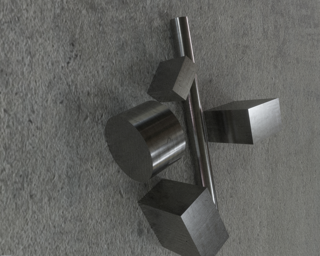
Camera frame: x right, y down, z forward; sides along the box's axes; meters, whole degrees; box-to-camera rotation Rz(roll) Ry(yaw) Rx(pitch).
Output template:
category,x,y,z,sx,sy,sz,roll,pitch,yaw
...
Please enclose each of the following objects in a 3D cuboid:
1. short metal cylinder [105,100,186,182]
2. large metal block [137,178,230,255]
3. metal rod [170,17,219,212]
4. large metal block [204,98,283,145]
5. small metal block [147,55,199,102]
category,x,y,z,sx,sy,sz,roll,pitch,yaw
short metal cylinder,-0.018,0.014,0.354,0.050,0.080,0.080,-29,108,-36
large metal block,0.029,0.116,0.394,0.050,0.080,0.080,-39,114,-33
metal rod,0.052,-0.005,0.448,0.025,0.025,0.298,-17,101,-39
large metal block,0.127,-0.012,0.475,0.081,0.080,0.050,-19,102,-38
small metal block,0.016,-0.062,0.402,0.025,0.050,0.050,34,69,-35
